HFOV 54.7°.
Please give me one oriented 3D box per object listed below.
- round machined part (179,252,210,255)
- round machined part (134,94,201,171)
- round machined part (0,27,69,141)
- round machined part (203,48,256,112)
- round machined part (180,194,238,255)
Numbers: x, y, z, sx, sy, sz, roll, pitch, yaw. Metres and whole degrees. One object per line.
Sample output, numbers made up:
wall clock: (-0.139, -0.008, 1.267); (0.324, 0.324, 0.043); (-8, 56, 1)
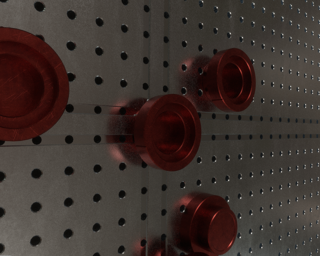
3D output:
round machined part: (0.038, 0.216, 0.424); (0.099, 0.042, 0.097); (-7, 103, -30)
round machined part: (0.005, 0.006, 0.405); (0.099, 0.042, 0.097); (0, 90, -40)
round machined part: (-0.138, -0.038, 0.282); (0.099, 0.042, 0.097); (-2, 92, -41)
round machined part: (0.105, -0.073, 0.489); (0.099, 0.042, 0.097); (0, 90, -40)
round machined part: (0.080, 0.151, 0.468); (0.099, 0.042, 0.097); (0, 90, -40)
